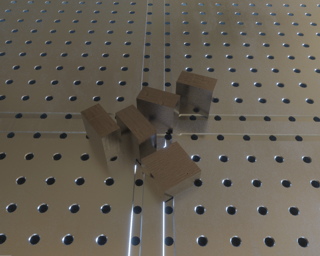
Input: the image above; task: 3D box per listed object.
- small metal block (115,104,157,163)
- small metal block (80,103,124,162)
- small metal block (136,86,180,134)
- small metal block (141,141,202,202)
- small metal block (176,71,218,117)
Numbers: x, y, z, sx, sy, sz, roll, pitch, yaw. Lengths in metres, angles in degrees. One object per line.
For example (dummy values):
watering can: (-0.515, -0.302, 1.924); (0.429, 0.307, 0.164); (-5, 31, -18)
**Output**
small metal block: (-0.029, 0.008, 0.385); (0.025, 0.050, 0.050); (-29, 56, -22)
small metal block: (-0.071, 0.006, 0.385); (0.025, 0.050, 0.050); (-30, 57, -23)
small metal block: (-0.002, -0.024, 0.411); (0.050, 0.050, 0.025); (16, 52, 13)
small metal block: (0.012, 0.050, 0.366); (0.050, 0.025, 0.050); (-26, 55, -21)
small metal block: (0.050, -0.047, 0.432); (0.050, 0.050, 0.025); (16, 52, 13)
